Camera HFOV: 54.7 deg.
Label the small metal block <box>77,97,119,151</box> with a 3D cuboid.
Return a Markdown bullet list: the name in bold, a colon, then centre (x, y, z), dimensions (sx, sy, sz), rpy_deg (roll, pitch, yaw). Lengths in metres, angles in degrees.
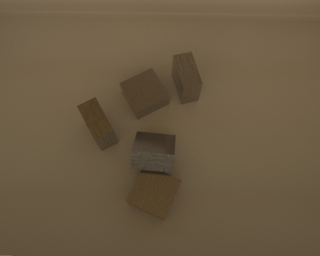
- **small metal block**: centre (-0.078, -0.004, 0.397), dimensions (0.025, 0.050, 0.050), rpy_deg (-28, 73, -10)

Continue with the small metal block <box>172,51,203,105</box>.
- **small metal block**: centre (0.036, -0.067, 0.421), dimensions (0.025, 0.050, 0.050), rpy_deg (-14, 71, -5)

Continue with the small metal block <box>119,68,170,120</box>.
- **small metal block**: centre (-0.021, -0.047, 0.427), dimensions (0.050, 0.025, 0.050), rpy_deg (-27, 72, -10)

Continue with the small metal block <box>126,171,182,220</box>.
- **small metal block**: centre (-0.007, 0.079, 0.381), dimensions (0.050, 0.025, 0.050), rpy_deg (23, 72, 8)

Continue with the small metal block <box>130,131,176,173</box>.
- **small metal block**: centre (-0.007, 0.029, 0.384), dimensions (0.050, 0.025, 0.050), rpy_deg (5, 26, 2)
